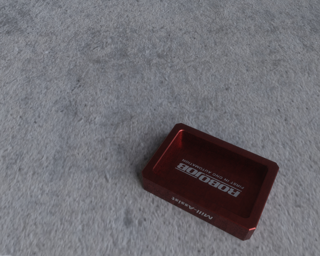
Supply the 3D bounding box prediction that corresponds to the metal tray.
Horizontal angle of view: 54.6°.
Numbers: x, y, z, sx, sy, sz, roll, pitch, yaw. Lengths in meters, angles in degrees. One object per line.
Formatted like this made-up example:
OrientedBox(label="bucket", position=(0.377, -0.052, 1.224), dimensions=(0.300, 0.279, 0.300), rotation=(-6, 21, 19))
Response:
OrientedBox(label="metal tray", position=(0.056, 0.055, 0.353), dimensions=(0.130, 0.030, 0.090), rotation=(24, 54, 18))
